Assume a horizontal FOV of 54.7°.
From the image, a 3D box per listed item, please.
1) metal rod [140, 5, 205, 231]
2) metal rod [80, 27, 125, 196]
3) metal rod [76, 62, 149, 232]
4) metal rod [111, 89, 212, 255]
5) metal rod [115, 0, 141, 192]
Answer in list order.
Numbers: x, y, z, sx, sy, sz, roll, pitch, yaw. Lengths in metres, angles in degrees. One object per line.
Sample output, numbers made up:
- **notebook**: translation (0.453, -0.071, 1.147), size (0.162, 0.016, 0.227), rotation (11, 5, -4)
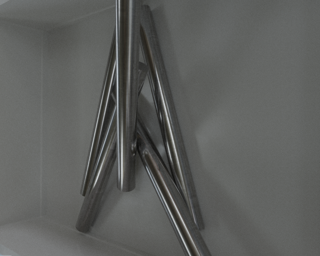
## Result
- **metal rod**: translation (0.008, -0.020, 0.400), size (0.025, 0.025, 0.299), rotation (-22, 76, 38)
- **metal rod**: translation (-0.081, -0.035, 0.474), size (0.025, 0.025, 0.298), rotation (23, 105, 37)
- **metal rod**: translation (-0.076, 0.045, 0.437), size (0.025, 0.025, 0.298), rotation (44, 126, 31)
- **metal rod**: translation (0.001, 0.060, 0.377), size (0.025, 0.025, 0.299), rotation (-49, 52, 29)
- **metal rod**: translation (-0.037, -0.051, 0.347), size (0.025, 0.025, 0.298), rotation (28, 127, 36)
